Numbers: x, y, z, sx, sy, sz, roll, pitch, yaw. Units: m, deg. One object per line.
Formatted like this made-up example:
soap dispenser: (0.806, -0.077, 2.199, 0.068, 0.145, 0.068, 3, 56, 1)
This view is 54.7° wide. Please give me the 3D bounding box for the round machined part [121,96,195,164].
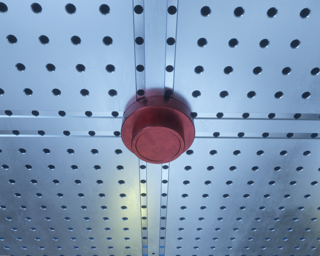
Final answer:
round machined part: (-0.003, 0.010, 0.408, 0.099, 0.042, 0.097, -1, 130, 0)
